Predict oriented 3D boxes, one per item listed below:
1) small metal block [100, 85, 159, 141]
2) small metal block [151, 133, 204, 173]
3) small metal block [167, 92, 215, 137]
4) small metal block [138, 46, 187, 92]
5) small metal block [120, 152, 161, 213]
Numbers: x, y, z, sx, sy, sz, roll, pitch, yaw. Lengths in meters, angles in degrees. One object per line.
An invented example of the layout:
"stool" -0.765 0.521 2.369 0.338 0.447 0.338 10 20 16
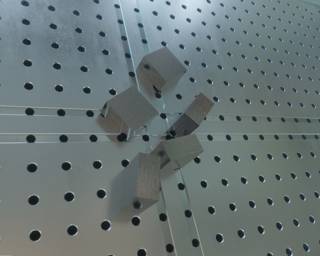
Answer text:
"small metal block" -0.039 -0.020 0.401 0.050 0.025 0.050 47 51 5
"small metal block" 0.017 0.033 0.383 0.050 0.050 0.025 -12 68 -33
"small metal block" 0.042 -0.014 0.425 0.025 0.050 0.050 41 51 -1
"small metal block" 0.004 -0.090 0.467 0.050 0.025 0.050 -35 82 -39
"small metal block" -0.022 0.062 0.344 0.025 0.050 0.050 15 56 -20
